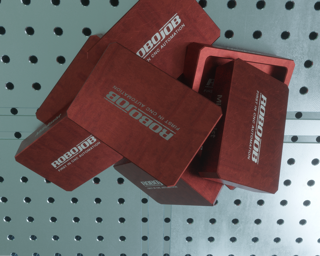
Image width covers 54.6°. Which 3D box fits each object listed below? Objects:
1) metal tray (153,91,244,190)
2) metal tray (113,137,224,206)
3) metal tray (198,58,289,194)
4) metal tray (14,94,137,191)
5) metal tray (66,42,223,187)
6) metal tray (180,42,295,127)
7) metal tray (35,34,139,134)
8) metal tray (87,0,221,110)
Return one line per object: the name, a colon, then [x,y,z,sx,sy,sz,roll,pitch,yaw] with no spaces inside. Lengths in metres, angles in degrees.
metal tray: [0.050,0.007,0.382,0.130,0.090,0.030,43,105,-13]
metal tray: [0.005,0.058,0.385,0.090,0.130,0.030,41,63,-15]
metal tray: [0.096,0.000,0.344,0.091,0.030,0.130,19,74,-29]
metal tray: [-0.105,0.023,0.394,0.130,0.030,0.090,-33,123,23]
metal tray: [-0.016,-0.014,0.311,0.130,0.030,0.090,34,93,9]
metal tray: [0.090,-0.047,0.370,0.131,0.030,0.089,2,111,-22]
metal tray: [-0.083,-0.041,0.394,0.090,0.030,0.130,37,106,-13]
metal tray: [-0.007,-0.096,0.355,0.130,0.030,0.090,-45,107,0]
